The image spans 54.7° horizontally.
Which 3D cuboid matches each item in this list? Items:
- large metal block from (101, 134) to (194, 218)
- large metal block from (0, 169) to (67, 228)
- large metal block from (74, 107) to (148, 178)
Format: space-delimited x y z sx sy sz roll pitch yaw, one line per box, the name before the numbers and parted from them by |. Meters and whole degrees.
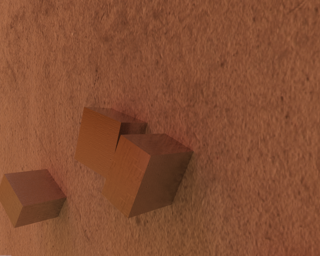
large metal block | -0.014 0.054 0.379 0.050 0.081 0.079 32 110 35
large metal block | -0.230 0.122 0.555 0.080 0.081 0.050 42 115 31
large metal block | -0.072 0.019 0.446 0.080 0.050 0.079 22 104 37
